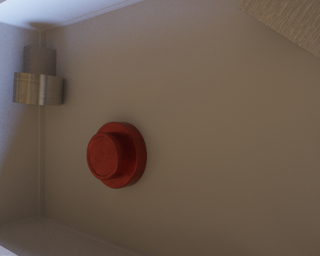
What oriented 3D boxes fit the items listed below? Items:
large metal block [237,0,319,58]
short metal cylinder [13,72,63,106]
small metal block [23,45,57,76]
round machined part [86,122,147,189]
[{"bbox_3d":[0.124,-0.119,0.265,0.080,0.050,0.080,33,114,2],"label":"large metal block"},{"bbox_3d":[-0.213,-0.068,0.543,0.080,0.081,0.050,9,97,39],"label":"short metal cylinder"},{"bbox_3d":[-0.220,-0.121,0.568,0.025,0.050,0.050,2,91,39],"label":"small metal block"},{"bbox_3d":[-0.069,0.040,0.451,0.098,0.042,0.097,0,90,39],"label":"round machined part"}]
